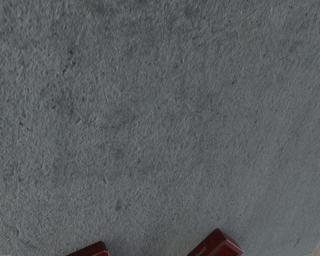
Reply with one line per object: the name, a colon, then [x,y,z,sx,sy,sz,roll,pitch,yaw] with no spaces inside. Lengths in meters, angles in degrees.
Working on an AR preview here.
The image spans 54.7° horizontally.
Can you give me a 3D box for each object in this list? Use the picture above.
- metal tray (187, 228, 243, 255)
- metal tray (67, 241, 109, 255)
metal tray: [0.095,0.269,0.621,0.130,0.030,0.090,-44,129,2]
metal tray: [-0.109,0.250,0.471,0.091,0.030,0.129,-19,106,-19]
